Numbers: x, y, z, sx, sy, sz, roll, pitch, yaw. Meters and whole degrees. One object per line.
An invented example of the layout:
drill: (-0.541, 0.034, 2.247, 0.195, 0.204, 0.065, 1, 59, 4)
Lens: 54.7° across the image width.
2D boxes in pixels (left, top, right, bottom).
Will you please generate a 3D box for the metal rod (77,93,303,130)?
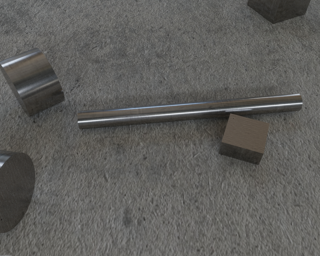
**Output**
metal rod: (0.043, -0.023, 0.422, 0.302, 0.025, 0.025, -5, 50, -5)

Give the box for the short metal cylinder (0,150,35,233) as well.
short metal cylinder: (-0.171, 0.061, 0.315, 0.050, 0.080, 0.080, 7, 51, 6)

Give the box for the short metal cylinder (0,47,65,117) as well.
short metal cylinder: (-0.172, -0.061, 0.418, 0.050, 0.080, 0.080, -31, 57, -23)

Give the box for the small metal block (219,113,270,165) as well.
small metal block: (0.107, 0.013, 0.393, 0.050, 0.025, 0.050, 16, 52, 13)

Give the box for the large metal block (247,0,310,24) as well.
large metal block: (0.232, -0.253, 0.601, 0.081, 0.050, 0.080, -21, 53, -17)
